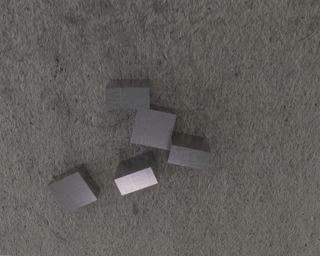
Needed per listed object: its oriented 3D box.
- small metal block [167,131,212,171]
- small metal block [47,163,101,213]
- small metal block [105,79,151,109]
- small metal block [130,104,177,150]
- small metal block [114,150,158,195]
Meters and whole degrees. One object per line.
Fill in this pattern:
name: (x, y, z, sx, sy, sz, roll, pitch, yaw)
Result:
small metal block: (0.036, 0.028, 0.407, 0.050, 0.050, 0.025, 12, 110, -5)
small metal block: (-0.121, 0.086, 0.440, 0.050, 0.025, 0.050, -26, 108, 9)
small metal block: (-0.037, -0.043, 0.380, 0.050, 0.050, 0.025, 0, 110, 0)
small metal block: (-0.009, -0.003, 0.408, 0.050, 0.025, 0.050, 12, 110, -5)
small metal block: (-0.030, 0.060, 0.418, 0.050, 0.050, 0.025, -20, 109, 7)
